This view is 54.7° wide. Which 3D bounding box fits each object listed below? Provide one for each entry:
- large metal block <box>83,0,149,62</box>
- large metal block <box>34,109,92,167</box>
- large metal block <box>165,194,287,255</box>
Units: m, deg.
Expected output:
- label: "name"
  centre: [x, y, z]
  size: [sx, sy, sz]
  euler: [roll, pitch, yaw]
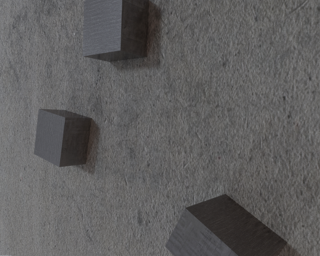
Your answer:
- label: "large metal block"
  centre: [-0.064, -0.142, 0.442]
  size: [0.080, 0.050, 0.079]
  euler: [4, 92, 40]
- label: "large metal block"
  centre: [-0.166, 0.014, 0.526]
  size: [0.080, 0.050, 0.079]
  euler: [15, 100, 39]
- label: "large metal block"
  centre: [0.067, 0.118, 0.314]
  size: [0.080, 0.081, 0.050]
  euler: [37, 113, 34]
